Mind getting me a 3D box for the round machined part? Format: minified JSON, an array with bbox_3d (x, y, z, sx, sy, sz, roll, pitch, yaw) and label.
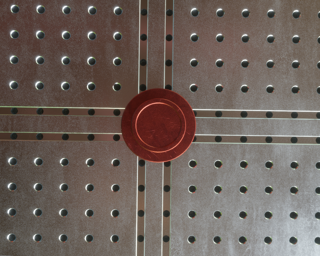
[{"bbox_3d":[-0.002,-0.003,0.404,0.099,0.042,0.097,0,90,-1],"label":"round machined part"}]
